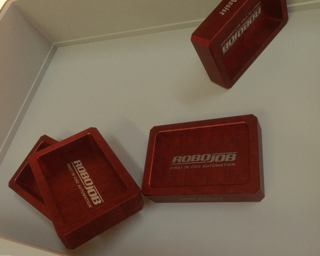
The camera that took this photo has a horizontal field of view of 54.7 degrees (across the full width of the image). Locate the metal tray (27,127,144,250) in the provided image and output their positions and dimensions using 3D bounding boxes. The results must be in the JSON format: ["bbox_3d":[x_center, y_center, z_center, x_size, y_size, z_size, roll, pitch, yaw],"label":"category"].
[{"bbox_3d":[-0.089,0.061,0.358,0.091,0.030,0.130,-27,45,-19],"label":"metal tray"}]

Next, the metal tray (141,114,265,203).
[{"bbox_3d":[0.048,0.037,0.354,0.130,0.030,0.090,-7,59,24],"label":"metal tray"}]

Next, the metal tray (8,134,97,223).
[{"bbox_3d":[-0.145,0.071,0.435,0.130,0.030,0.090,20,72,35],"label":"metal tray"}]

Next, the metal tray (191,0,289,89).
[{"bbox_3d":[0.104,-0.124,0.385,0.130,0.090,0.030,-49,51,-6],"label":"metal tray"}]
